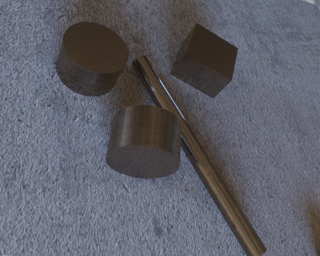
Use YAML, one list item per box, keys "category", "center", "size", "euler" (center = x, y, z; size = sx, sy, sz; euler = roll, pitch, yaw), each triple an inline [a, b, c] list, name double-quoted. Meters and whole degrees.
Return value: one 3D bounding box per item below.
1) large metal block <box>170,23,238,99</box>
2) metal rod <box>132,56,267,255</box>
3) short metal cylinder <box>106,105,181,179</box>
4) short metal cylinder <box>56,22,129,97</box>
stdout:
- category: "large metal block"
  center: [0.072, -0.107, 0.494]
  size: [0.080, 0.050, 0.080]
  euler: [28, 52, -11]
- category: "metal rod"
  center: [0.044, 0.028, 0.412]
  size: [0.025, 0.025, 0.299]
  euler: [-20, 73, -36]
- category: "short metal cylinder"
  center: [-0.017, 0.018, 0.350]
  size: [0.081, 0.080, 0.050]
  euler: [17, 55, -19]
- category: "short metal cylinder"
  center: [-0.087, -0.087, 0.395]
  size: [0.081, 0.050, 0.080]
  euler: [14, 56, -21]
